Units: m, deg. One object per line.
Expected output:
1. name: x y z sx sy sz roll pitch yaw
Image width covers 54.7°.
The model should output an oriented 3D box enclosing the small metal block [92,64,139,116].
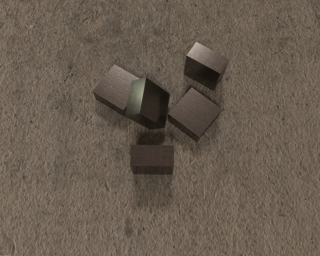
1. small metal block: -0.055 -0.051 0.426 0.050 0.025 0.050 31 73 10

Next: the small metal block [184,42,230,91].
1. small metal block: 0.062 -0.083 0.426 0.050 0.050 0.025 31 73 10

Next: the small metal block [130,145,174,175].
1. small metal block: -0.009 0.040 0.380 0.050 0.050 0.025 1 70 0

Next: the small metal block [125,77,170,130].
1. small metal block: -0.015 -0.031 0.403 0.025 0.050 0.050 -8 65 38

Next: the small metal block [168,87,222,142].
1. small metal block: 0.046 -0.017 0.415 0.050 0.025 0.050 38 74 12
